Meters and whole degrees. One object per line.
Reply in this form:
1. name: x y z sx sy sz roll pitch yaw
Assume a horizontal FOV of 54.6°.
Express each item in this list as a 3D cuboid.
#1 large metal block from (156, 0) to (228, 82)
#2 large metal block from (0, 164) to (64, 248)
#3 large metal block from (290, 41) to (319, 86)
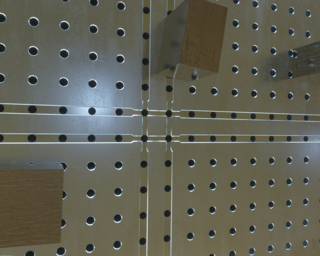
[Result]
1. large metal block: 0.038 -0.109 0.397 0.050 0.080 0.080 10 87 -20
2. large metal block: -0.152 0.082 0.344 0.081 0.050 0.080 3 89 -20
3. large metal block: 0.266 -0.098 0.480 0.081 0.080 0.050 10 87 -20
